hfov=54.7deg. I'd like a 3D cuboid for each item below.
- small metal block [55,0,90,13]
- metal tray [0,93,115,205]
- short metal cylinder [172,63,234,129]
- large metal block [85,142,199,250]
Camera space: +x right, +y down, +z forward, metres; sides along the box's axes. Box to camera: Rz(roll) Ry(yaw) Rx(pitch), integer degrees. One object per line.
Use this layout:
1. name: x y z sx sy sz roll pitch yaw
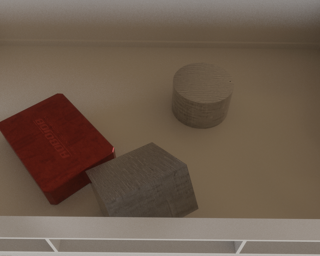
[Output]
1. small metal block: -0.179 -0.263 0.626 0.050 0.025 0.050 -35 59 -26
2. metal tray: -0.127 0.019 0.384 0.091 0.030 0.130 -33 58 -25
3. short metal cylinder: 0.057 -0.045 0.428 0.081 0.050 0.080 0 50 0
4. large metal block: -0.021 0.062 0.314 0.081 0.050 0.080 -23 21 -19
